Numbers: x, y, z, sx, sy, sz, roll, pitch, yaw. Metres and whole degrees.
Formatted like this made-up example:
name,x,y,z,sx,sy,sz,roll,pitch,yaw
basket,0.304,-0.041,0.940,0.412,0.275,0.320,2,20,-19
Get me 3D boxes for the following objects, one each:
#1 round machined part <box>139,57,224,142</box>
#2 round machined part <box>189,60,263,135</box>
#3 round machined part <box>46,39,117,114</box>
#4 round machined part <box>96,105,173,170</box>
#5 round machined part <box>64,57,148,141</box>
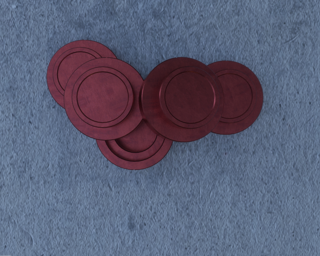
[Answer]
name,x,y,z,sx,sy,sz,roll,pitch,yaw
round machined part,0.028,-0.033,0.351,0.099,0.042,0.097,0,89,-14
round machined part,0.086,-0.040,0.403,0.099,0.042,0.097,0,90,-1
round machined part,-0.098,-0.066,0.401,0.099,0.042,0.097,0,90,-1
round machined part,-0.031,0.003,0.402,0.099,0.042,0.097,0,90,-1
round machined part,-0.063,-0.034,0.359,0.099,0.042,0.097,0,90,-1
